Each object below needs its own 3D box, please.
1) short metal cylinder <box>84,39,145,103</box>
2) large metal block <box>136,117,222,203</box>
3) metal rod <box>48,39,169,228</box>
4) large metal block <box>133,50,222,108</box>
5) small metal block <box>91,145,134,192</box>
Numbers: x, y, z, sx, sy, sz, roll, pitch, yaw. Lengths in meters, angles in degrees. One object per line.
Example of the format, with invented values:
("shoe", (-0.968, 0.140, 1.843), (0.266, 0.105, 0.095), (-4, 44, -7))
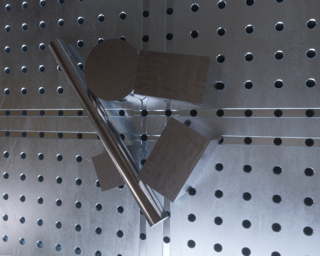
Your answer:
("short metal cylinder", (-0.053, -0.074, 0.417), (0.080, 0.050, 0.079), (0, 90, 19))
("large metal block", (0.027, 0.034, 0.373), (0.050, 0.080, 0.080), (33, 100, 17))
("metal rod", (-0.078, -0.006, 0.418), (0.025, 0.025, 0.299), (-39, 70, 15))
("large metal block", (0.025, -0.057, 0.374), (0.080, 0.080, 0.050), (10, 94, 19))
("small metal block", (-0.061, 0.056, 0.433), (0.050, 0.025, 0.050), (-21, 83, 18))
